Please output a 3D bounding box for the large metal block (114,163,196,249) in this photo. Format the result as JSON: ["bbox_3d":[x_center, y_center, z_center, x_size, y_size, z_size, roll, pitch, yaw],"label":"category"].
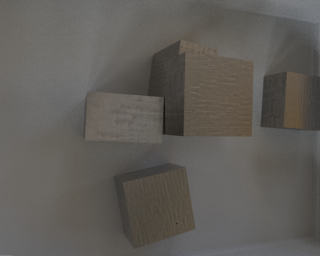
[{"bbox_3d":[-0.008,0.095,0.396,0.081,0.050,0.079,-11,94,-20],"label":"large metal block"}]

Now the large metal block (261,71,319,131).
[{"bbox_3d":[0.206,-0.038,0.476,0.081,0.050,0.080,4,89,-20],"label":"large metal block"}]

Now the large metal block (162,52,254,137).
[{"bbox_3d":[0.050,-0.032,0.331,0.081,0.050,0.079,1,90,-23],"label":"large metal block"}]

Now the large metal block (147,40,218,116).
[{"bbox_3d":[0.025,-0.056,0.390,0.050,0.080,0.080,9,87,-23],"label":"large metal block"}]

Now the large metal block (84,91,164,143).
[{"bbox_3d":[-0.046,-0.010,0.361,0.081,0.080,0.050,3,89,-15],"label":"large metal block"}]
